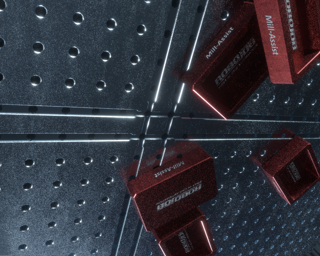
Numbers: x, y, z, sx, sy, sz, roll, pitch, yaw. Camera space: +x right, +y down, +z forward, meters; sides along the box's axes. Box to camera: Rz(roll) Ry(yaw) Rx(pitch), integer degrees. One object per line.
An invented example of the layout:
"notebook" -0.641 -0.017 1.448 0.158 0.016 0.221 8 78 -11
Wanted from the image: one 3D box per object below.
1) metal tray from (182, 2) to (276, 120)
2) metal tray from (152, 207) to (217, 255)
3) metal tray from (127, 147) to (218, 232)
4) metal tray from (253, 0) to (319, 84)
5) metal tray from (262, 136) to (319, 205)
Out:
"metal tray" 0.102 -0.085 0.410 0.130 0.030 0.090 -50 129 7
"metal tray" 0.048 0.205 0.559 0.090 0.030 0.130 -28 128 -10
"metal tray" 0.023 0.095 0.478 0.131 0.030 0.090 -24 127 -14
"metal tray" 0.160 -0.130 0.378 0.090 0.030 0.130 -38 120 -29
"metal tray" 0.260 0.085 0.600 0.090 0.030 0.130 -42 129 0
